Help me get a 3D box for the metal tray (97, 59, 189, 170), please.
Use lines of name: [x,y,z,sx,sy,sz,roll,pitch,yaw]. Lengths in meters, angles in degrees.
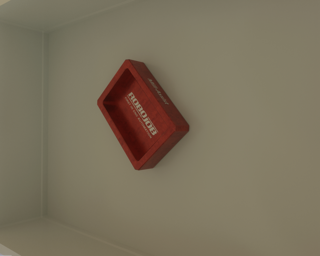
metal tray: [-0.028,-0.019,0.428,0.090,0.030,0.130,-49,61,29]
